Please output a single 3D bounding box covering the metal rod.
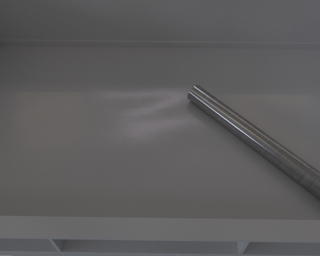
[{"bbox_3d":[0.147,0.035,0.376,0.025,0.025,0.300,-34,58,-25],"label":"metal rod"}]
